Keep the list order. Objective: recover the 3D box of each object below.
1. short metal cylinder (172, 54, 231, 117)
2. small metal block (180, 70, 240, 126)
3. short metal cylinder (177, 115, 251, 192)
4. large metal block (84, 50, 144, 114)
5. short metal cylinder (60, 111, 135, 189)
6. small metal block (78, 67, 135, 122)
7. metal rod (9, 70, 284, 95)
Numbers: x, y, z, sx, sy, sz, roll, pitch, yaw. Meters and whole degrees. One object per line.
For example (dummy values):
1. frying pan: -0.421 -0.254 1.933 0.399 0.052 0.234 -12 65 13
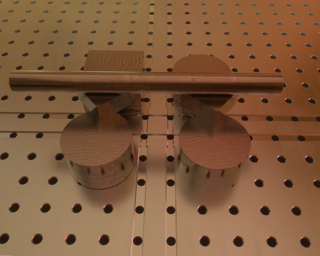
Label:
1. short metal cylinder: 0.057 -0.061 0.443 0.080 0.050 0.080 0 50 0
2. small metal block: 0.061 -0.038 0.375 0.050 0.025 0.050 33 57 24
3. short metal cylinder: 0.062 0.028 0.368 0.080 0.050 0.080 0 50 0
4. large metal block: -0.065 -0.067 0.446 0.080 0.050 0.080 1 50 1
5. short metal cylinder: -0.072 0.025 0.369 0.080 0.050 0.080 0 50 0
6. small metal block: -0.067 -0.042 0.378 0.050 0.025 0.050 -33 57 -25
7. metal rod: -0.015 -0.051 0.353 0.302 0.025 0.025 1 50 0
